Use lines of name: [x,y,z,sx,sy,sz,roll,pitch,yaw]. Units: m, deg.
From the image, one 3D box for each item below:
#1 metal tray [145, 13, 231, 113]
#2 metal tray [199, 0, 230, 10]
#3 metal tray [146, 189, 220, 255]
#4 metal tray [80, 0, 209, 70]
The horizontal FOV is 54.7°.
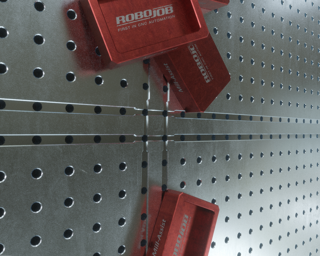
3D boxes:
metal tray: [0.045,-0.097,0.446,0.090,0.030,0.130,-48,119,-29]
metal tray: [0.046,-0.228,0.445,0.131,0.030,0.089,-7,95,-40]
metal tray: [0.031,0.161,0.434,0.090,0.030,0.130,28,72,-37]
metal tray: [-0.015,-0.131,0.363,0.131,0.030,0.090,-23,95,-23]
